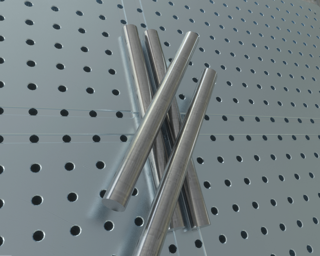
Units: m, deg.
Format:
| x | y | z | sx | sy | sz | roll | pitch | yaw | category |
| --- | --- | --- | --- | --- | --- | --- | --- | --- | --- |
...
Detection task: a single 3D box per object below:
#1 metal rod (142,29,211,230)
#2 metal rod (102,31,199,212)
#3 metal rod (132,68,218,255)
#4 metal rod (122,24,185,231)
| x | y | z | sx | sy | sz | roll | pitch | yaw | category |
| --- | --- | --- | --- | --- | --- | --- | --- | --- | --- |
| 0.016 | -0.016 | 0.426 | 0.025 | 0.025 | 0.299 | 1 | 61 | -28 | metal rod |
| 0.002 | -0.033 | 0.397 | 0.025 | 0.025 | 0.301 | 31 | 52 | -9 | metal rod |
| 0.027 | 0.029 | 0.372 | 0.025 | 0.025 | 0.301 | 30 | 52 | -9 | metal rod |
| -0.015 | -0.018 | 0.411 | 0.025 | 0.025 | 0.299 | 1 | 61 | -28 | metal rod |
